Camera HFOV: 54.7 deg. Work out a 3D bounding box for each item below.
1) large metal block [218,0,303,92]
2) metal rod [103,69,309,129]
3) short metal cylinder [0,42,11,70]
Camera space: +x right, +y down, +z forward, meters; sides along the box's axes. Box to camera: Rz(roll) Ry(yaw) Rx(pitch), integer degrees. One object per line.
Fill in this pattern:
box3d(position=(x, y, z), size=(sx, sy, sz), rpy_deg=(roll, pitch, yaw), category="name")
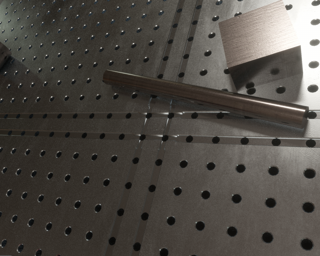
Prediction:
box3d(position=(0.125, -0.102, 0.389), size=(0.080, 0.050, 0.080), rpy_deg=(-15, 56, 19), category="large metal block")
box3d(position=(0.037, -0.047, 0.416), size=(0.300, 0.025, 0.025), rpy_deg=(17, 70, 34), category="metal rod")
box3d(position=(-0.371, -0.163, 0.664), size=(0.080, 0.080, 0.050), rpy_deg=(16, 70, 34), category="short metal cylinder")
